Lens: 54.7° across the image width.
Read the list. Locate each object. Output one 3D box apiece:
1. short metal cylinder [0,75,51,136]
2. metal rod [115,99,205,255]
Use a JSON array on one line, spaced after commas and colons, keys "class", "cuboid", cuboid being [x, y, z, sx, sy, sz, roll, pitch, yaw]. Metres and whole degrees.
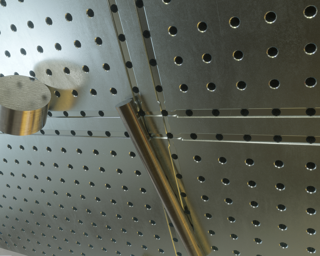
[{"class": "short metal cylinder", "cuboid": [-0.208, -0.035, 0.461, 0.080, 0.080, 0.050, 33, 128, 6]}, {"class": "metal rod", "cuboid": [0.009, 0.095, 0.463, 0.025, 0.025, 0.299, -11, 113, 32]}]
